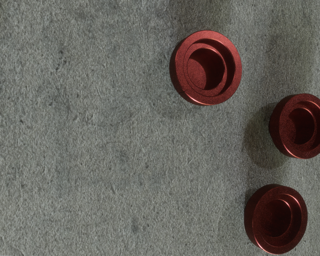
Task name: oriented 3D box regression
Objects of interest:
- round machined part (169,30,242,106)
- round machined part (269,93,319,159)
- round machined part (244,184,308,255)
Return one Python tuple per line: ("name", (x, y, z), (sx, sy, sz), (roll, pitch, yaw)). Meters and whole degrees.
("round machined part", (0.058, -0.078, 0.421), (0.099, 0.042, 0.097), (0, 90, -20))
("round machined part", (0.209, -0.003, 0.477), (0.099, 0.042, 0.097), (0, 90, -20))
("round machined part", (0.166, 0.132, 0.461), (0.099, 0.042, 0.097), (0, 90, -20))
